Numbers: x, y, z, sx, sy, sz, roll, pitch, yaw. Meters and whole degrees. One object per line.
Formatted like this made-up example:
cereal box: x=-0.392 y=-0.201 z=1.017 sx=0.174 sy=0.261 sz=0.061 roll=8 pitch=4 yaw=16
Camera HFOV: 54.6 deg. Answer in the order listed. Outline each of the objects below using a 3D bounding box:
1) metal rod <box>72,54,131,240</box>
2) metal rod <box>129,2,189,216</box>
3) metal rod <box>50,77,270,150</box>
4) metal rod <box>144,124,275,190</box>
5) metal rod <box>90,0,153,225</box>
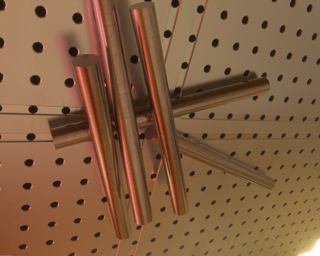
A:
metal rod: x=-0.062 y=0.050 z=0.382 sx=0.025 sy=0.025 sz=0.298 roll=-19 pitch=134 yaw=-17
metal rod: x=0.007 y=0.003 z=0.382 sx=0.025 sy=0.025 sz=0.299 roll=-22 pitch=127 yaw=-15
metal rod: x=0.015 y=-0.025 z=0.403 sx=0.302 sy=0.025 sz=0.025 roll=-15 pitch=125 yaw=-20
metal rod: x=0.097 y=0.055 z=0.496 sx=0.301 sy=0.025 sz=0.025 roll=25 pitch=105 yaw=-37
metal rod: x=-0.040 y=-0.014 z=0.350 sx=0.025 sy=0.025 sz=0.298 roll=-17 pitch=116 yaw=-19
